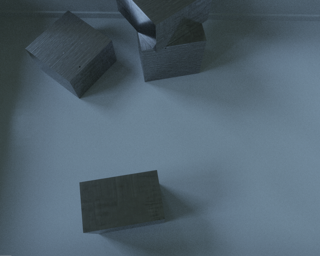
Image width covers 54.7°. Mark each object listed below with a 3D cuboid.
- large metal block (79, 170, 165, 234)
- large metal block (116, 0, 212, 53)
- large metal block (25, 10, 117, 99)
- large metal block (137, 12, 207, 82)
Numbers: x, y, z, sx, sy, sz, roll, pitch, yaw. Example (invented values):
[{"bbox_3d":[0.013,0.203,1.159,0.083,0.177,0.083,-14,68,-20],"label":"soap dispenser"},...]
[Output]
[{"bbox_3d":[-0.039,0.086,0.349,0.081,0.080,0.050,-9,71,-3],"label":"large metal block"},{"bbox_3d":[0.003,-0.151,0.366,0.080,0.050,0.080,-36,74,-12],"label":"large metal block"},{"bbox_3d":[-0.120,-0.102,0.433,0.080,0.050,0.080,37,74,12],"label":"large metal block"},{"bbox_3d":[0.013,-0.110,0.420,0.081,0.080,0.050,-10,71,-4],"label":"large metal block"}]
